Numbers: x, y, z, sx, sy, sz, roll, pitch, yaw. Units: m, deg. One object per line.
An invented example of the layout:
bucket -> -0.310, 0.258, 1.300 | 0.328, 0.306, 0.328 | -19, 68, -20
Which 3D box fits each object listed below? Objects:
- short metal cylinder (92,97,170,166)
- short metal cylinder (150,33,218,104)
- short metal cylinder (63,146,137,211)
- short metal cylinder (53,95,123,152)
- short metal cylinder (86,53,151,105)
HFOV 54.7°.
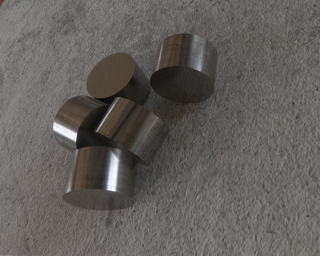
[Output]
short metal cylinder -> -0.035, 0.005, 0.384 | 0.080, 0.080, 0.050 | 21, 73, 36
short metal cylinder -> 0.031, -0.074, 0.397 | 0.080, 0.080, 0.050 | -3, 61, 27
short metal cylinder -> -0.069, 0.062, 0.367 | 0.080, 0.080, 0.050 | -12, 57, 21
short metal cylinder -> -0.094, 0.001, 0.418 | 0.050, 0.080, 0.080 | 22, 74, 36
short metal cylinder -> -0.060, -0.064, 0.459 | 0.080, 0.050, 0.080 | -13, 56, 21
